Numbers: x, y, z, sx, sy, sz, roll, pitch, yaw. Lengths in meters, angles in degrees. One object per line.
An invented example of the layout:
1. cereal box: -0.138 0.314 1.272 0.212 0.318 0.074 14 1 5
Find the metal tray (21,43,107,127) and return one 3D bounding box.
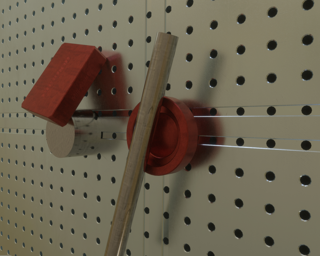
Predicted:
1. metal tray: -0.153 -0.073 0.491 0.090 0.030 0.130 17 73 38

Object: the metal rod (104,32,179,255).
1. metal rod: -0.027 0.038 0.375 0.025 0.025 0.298 23 105 37

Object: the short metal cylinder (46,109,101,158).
1. short metal cylinder: -0.142 0.007 0.508 0.080 0.050 0.079 0 90 39

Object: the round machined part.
1. round machined part: 0.007 0.009 0.391 0.098 0.042 0.097 0 90 39
